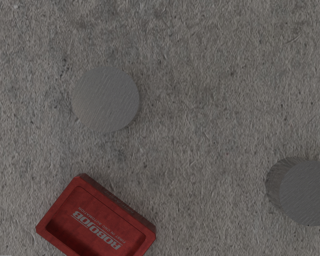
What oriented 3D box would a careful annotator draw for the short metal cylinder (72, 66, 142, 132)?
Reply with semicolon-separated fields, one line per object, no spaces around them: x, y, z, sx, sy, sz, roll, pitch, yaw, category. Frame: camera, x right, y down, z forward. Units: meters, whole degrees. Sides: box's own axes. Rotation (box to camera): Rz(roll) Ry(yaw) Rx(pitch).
-0.065;-0.035;0.397;0.081;0.050;0.080;0;90;0;short metal cylinder

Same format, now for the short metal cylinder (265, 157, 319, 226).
0.184;0.079;0.399;0.081;0.050;0.080;0;90;0;short metal cylinder

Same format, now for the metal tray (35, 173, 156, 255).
-0.081;0.133;0.406;0.130;0.030;0.090;37;90;0;metal tray
